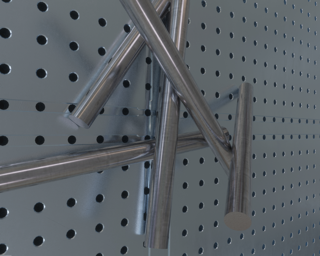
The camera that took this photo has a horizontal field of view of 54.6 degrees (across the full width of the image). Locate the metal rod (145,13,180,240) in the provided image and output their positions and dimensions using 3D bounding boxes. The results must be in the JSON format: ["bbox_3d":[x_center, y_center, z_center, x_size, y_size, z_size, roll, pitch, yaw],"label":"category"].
[{"bbox_3d":[0.006,-0.006,0.412,0.025,0.025,0.299,9,84,-40],"label":"metal rod"}]

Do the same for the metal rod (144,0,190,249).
[{"bbox_3d":[0.011,-0.019,0.362,0.025,0.025,0.299,18,71,-39],"label":"metal rod"}]

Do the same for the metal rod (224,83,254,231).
[{"bbox_3d":[0.110,0.010,0.411,0.025,0.025,0.301,62,28,-22],"label":"metal rod"}]

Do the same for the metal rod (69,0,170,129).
[{"bbox_3d":[-0.019,-0.127,0.392,0.025,0.025,0.300,44,64,-31],"label":"metal rod"}]

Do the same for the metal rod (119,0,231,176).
[{"bbox_3d":[0.035,-0.037,0.352,0.025,0.025,0.300,-53,126,-26],"label":"metal rod"}]

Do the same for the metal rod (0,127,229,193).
[{"bbox_3d":[-0.038,0.030,0.353,0.302,0.025,0.025,-9,96,-33],"label":"metal rod"}]
